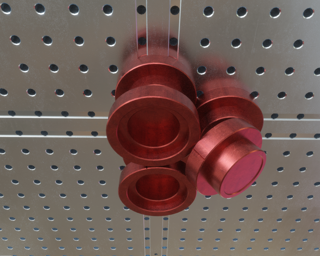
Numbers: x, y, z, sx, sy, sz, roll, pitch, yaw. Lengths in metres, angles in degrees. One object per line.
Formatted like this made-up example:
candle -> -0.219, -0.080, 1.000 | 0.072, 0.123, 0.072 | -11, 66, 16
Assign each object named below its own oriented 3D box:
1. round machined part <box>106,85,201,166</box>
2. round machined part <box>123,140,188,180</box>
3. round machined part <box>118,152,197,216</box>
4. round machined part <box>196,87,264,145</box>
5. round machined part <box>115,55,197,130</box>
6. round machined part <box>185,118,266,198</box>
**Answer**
round machined part -> -0.007, -0.006, 0.339 | 0.099, 0.042, 0.097 | 0, 130, 0
round machined part -> -0.004, 0.041, 0.436 | 0.099, 0.042, 0.097 | 0, 130, 0
round machined part -> -0.003, 0.069, 0.403 | 0.099, 0.042, 0.097 | 0, 130, 0
round machined part -> 0.084, -0.001, 0.401 | 0.099, 0.042, 0.097 | 0, 130, 0
round machined part -> -0.005, -0.034, 0.372 | 0.099, 0.042, 0.097 | 0, 130, 0
round machined part -> 0.081, 0.041, 0.352 | 0.099, 0.042, 0.097 | -22, 134, -24
